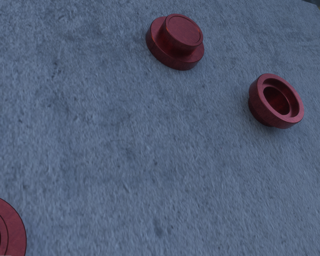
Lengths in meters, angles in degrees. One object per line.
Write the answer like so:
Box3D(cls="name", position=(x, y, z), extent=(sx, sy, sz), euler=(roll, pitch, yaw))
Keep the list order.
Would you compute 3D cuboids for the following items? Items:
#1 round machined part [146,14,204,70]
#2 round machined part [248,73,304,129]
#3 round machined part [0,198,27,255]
Box3D(cls="round machined part", position=(0.030, -0.144, 0.499), extent=(0.099, 0.042, 0.098), euler=(14, 56, -21))
Box3D(cls="round machined part", position=(0.189, -0.041, 0.523), extent=(0.099, 0.042, 0.098), euler=(14, 56, -21))
Box3D(cls="round machined part", position=(-0.160, 0.097, 0.248), extent=(0.099, 0.042, 0.098), euler=(14, 56, -21))
